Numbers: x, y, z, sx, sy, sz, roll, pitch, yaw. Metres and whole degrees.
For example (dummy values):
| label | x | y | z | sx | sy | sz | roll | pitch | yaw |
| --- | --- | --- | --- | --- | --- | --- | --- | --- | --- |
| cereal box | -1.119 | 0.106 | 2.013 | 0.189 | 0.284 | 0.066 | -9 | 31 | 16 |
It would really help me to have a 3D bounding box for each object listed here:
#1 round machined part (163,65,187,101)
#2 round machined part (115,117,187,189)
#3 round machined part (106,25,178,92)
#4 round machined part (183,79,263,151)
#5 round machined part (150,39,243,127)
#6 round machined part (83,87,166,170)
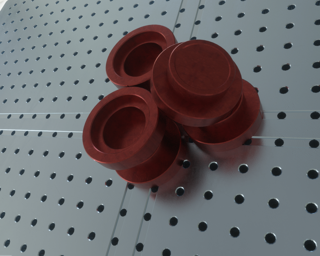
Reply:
| label | x | y | z | sx | sy | sz | roll | pitch | yaw |
| --- | --- | --- | --- | --- | --- | --- | --- | --- | --- |
| round machined part | 0.002 | -0.063 | 0.437 | 0.098 | 0.042 | 0.098 | -13 | 56 | 21 |
| round machined part | -0.019 | 0.024 | 0.395 | 0.098 | 0.042 | 0.098 | -13 | 56 | 21 |
| round machined part | -0.018 | -0.083 | 0.404 | 0.098 | 0.042 | 0.098 | -13 | 56 | 21 |
| round machined part | 0.071 | -0.024 | 0.376 | 0.098 | 0.042 | 0.098 | -13 | 56 | 21 |
| round machined part | 0.040 | -0.054 | 0.328 | 0.099 | 0.042 | 0.098 | 3 | 65 | -6 |
| round machined part | -0.037 | 0.004 | 0.361 | 0.098 | 0.042 | 0.098 | -13 | 56 | 21 |
